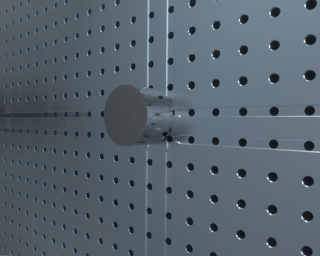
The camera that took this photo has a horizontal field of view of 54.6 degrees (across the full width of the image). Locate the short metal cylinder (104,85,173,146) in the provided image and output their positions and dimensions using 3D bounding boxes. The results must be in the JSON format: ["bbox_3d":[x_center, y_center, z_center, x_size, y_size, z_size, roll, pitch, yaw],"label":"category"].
[{"bbox_3d":[-0.030,-0.016,0.419,0.080,0.050,0.080,0,90,40],"label":"short metal cylinder"}]
